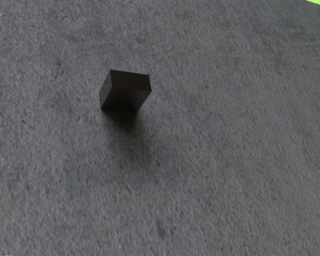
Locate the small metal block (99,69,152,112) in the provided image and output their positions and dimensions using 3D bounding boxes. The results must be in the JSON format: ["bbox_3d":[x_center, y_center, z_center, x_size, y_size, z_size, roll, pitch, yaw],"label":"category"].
[{"bbox_3d":[-0.045,-0.045,0.391,0.050,0.050,0.025,4,60,-26],"label":"small metal block"}]
